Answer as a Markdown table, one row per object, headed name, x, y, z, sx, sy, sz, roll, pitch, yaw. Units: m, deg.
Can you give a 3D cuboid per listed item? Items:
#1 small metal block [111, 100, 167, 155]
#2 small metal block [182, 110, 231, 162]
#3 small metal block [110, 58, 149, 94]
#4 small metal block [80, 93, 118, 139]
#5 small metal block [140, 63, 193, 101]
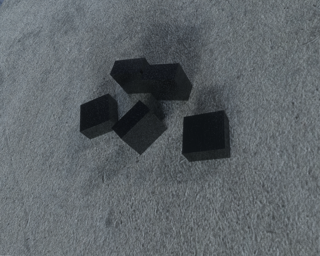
| name | x | y | z | sx | sy | sz | roll | pitch | yaw |
| --- | --- | --- | --- | --- | --- | --- | --- | --- | --- |
| small metal block | -0.026 | 0.001 | 0.401 | 0.050 | 0.050 | 0.025 | -45 | 51 | -3 |
| small metal block | 0.055 | 0.010 | 0.369 | 0.050 | 0.025 | 0.050 | -9 | 58 | 23 |
| small metal block | -0.036 | -0.075 | 0.453 | 0.050 | 0.050 | 0.025 | 1 | 63 | 29 |
| small metal block | -0.091 | -0.017 | 0.462 | 0.050 | 0.025 | 0.050 | -20 | 54 | 16 |
| small metal block | 0.010 | -0.061 | 0.420 | 0.050 | 0.050 | 0.025 | 4 | 64 | 30 |
